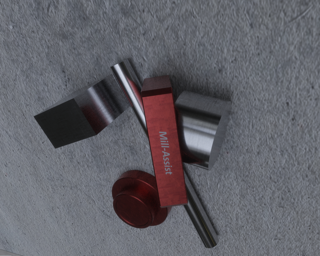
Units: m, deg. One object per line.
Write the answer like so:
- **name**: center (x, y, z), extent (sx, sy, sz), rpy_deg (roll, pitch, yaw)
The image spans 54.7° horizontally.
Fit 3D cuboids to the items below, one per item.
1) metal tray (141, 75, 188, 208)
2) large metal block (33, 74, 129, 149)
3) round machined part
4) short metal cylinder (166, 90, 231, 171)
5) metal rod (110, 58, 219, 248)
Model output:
- **metal tray**: center (0.006, 0.011, 0.353), extent (0.030, 0.090, 0.129), rpy_deg (-8, 108, 2)
- **large metal block**: center (-0.101, -0.022, 0.409), extent (0.080, 0.080, 0.050), rpy_deg (-17, 110, 34)
- **round machined part**: center (-0.034, 0.118, 0.485), extent (0.098, 0.042, 0.097), rpy_deg (13, 124, 20)
- **short metal cylinder**: center (0.044, 0.002, 0.349), extent (0.050, 0.080, 0.079), rpy_deg (17, 125, 18)
- **metal rod**: center (0.014, 0.046, 0.426), extent (0.025, 0.025, 0.299), rpy_deg (-15, 111, 34)
